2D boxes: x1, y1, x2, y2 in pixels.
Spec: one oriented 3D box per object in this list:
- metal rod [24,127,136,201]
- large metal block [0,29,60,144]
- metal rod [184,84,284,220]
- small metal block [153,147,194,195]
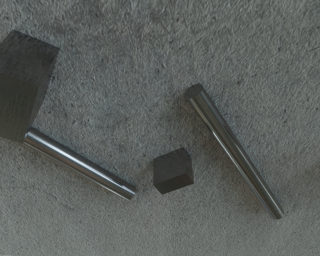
[{"bbox_3d":[-0.155,0.026,0.426,0.301,0.025,0.025,36,121,-27],"label":"metal rod"},{"bbox_3d":[-0.152,-0.045,0.331,0.050,0.080,0.079,20,127,-17],"label":"large metal block"},{"bbox_3d":[0.121,0.051,0.452,0.025,0.025,0.300,-26,126,20],"label":"metal rod"},{"bbox_3d":[0.019,0.061,0.443,0.050,0.050,0.025,-23,127,18],"label":"small metal block"}]
